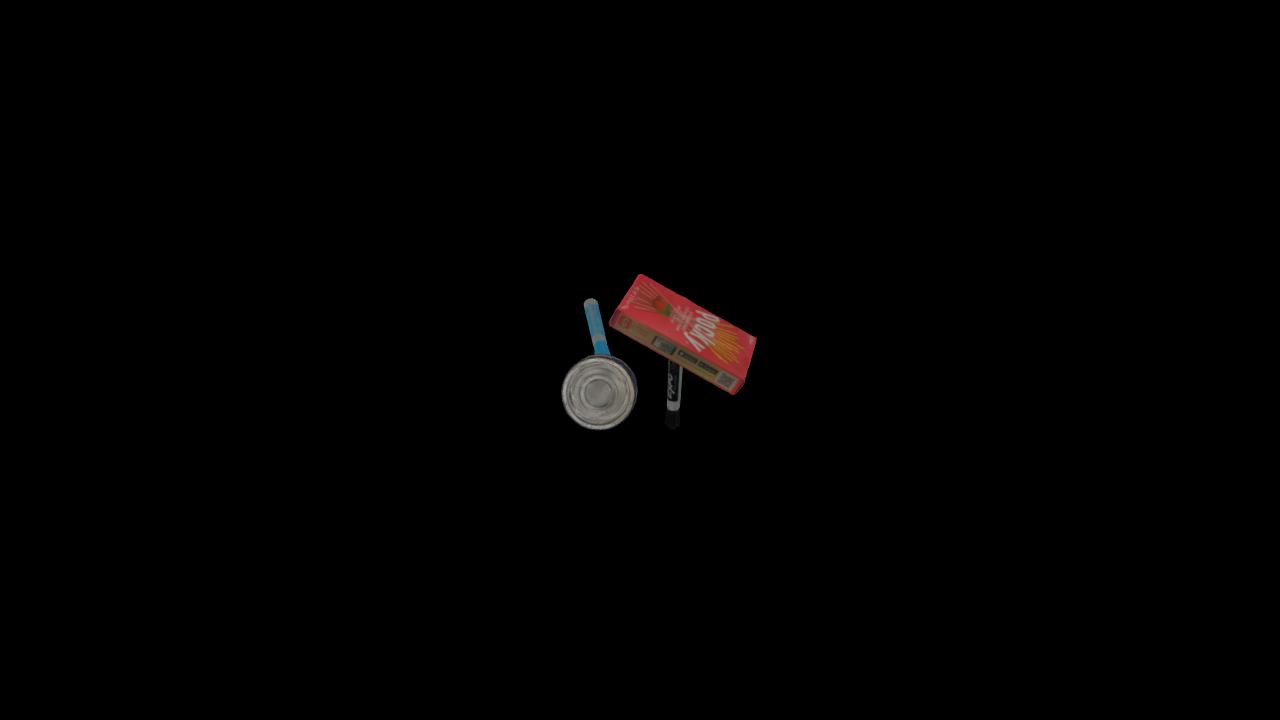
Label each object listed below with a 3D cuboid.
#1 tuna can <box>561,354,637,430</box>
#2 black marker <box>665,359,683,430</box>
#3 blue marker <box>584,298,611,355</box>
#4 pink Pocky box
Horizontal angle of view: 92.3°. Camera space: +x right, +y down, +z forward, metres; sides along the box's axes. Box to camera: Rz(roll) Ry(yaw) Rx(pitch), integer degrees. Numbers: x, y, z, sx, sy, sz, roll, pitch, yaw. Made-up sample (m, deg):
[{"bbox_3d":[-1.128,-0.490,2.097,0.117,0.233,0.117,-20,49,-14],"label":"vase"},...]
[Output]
[{"bbox_3d":[-0.045,0.036,0.689,0.084,0.084,0.034,0,4,2],"label":"tuna can"},{"bbox_3d":[0.043,0.031,0.765,0.020,0.121,0.020,2,21,-1],"label":"black marker"},{"bbox_3d":[-0.053,-0.036,0.754,0.020,0.020,0.121,0,37,-14],"label":"blue marker"},{"bbox_3d":[0.050,-0.030,0.669,0.155,0.029,0.084,29,40,-1],"label":"pink Pocky box"}]
